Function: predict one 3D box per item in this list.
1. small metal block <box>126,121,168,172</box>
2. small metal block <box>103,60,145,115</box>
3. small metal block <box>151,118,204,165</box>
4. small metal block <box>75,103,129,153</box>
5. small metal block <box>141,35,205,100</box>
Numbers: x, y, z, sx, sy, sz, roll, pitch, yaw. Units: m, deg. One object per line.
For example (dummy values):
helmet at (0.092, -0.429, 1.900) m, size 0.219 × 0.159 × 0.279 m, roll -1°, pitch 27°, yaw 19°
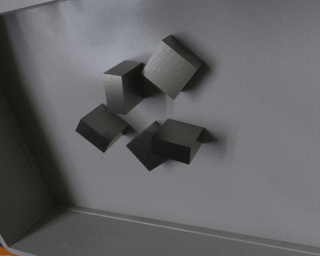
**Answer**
small metal block at (-0.010, 0.026, 0.430) m, size 0.050 × 0.025 × 0.050 m, roll 48°, pitch 129°, yaw -6°
small metal block at (-0.043, -0.051, 0.384) m, size 0.025 × 0.050 × 0.050 m, roll 11°, pitch 123°, yaw 22°
small metal block at (0.023, 0.016, 0.390) m, size 0.050 × 0.050 × 0.025 m, roll 15°, pitch 124°, yaw 20°
small metal block at (-0.080, -0.001, 0.434) m, size 0.050 × 0.050 × 0.025 m, roll 38°, pitch 129°, yaw 3°
small metal block at (0.014, -0.070, 0.358) m, size 0.050 × 0.025 × 0.050 m, roll 39°, pitch 129°, yaw 1°
